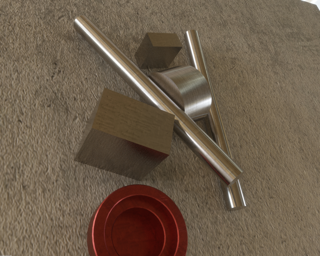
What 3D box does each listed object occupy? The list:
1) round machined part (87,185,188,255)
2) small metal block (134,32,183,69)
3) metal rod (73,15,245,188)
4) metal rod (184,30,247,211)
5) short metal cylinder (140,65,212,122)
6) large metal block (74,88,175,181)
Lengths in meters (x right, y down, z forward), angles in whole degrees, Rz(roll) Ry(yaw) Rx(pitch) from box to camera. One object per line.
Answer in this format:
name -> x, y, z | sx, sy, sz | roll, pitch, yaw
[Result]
round machined part -> -0.025, 0.111, 0.313 | 0.099, 0.042, 0.098 | 14, 56, -21
small metal block -> -0.003, -0.113, 0.457 | 0.050, 0.050, 0.025 | -9, 67, -32
metal rod -> -0.016, -0.047, 0.378 | 0.025, 0.025, 0.300 | -25, 61, -37
metal rod -> 0.076, -0.028, 0.463 | 0.025, 0.025, 0.299 | 5, 60, -26
short metal cylinder -> 0.019, -0.038, 0.403 | 0.050, 0.080, 0.080 | -24, 75, -38
large metal block -> -0.040, 0.011, 0.341 | 0.080, 0.080, 0.050 | 21, 54, -16
